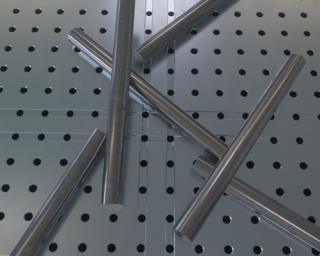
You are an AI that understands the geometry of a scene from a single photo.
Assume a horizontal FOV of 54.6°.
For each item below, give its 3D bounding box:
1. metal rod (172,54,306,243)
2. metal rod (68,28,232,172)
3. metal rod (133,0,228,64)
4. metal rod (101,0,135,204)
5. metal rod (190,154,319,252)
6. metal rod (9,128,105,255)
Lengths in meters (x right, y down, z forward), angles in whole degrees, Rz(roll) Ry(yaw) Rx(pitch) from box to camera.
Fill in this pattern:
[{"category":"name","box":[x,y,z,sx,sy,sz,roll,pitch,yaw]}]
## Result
[{"category":"metal rod","box":[0.110,0.008,0.387,0.025,0.025,0.301,34,65,12]},{"category":"metal rod","box":[-0.014,-0.045,0.428,0.300,0.025,0.025,39,75,13]},{"category":"metal rod","box":[0.081,-0.196,0.483,0.301,0.025,0.025,-40,75,-13]},{"category":"metal rod","box":[-0.053,-0.054,0.408,0.025,0.025,0.299,3,79,1]},{"category":"metal rod","box":[0.171,0.121,0.368,0.300,0.025,0.025,31,73,10]},{"category":"metal rod","box":[-0.149,0.131,0.363,0.025,0.025,0.300,28,72,9]}]
